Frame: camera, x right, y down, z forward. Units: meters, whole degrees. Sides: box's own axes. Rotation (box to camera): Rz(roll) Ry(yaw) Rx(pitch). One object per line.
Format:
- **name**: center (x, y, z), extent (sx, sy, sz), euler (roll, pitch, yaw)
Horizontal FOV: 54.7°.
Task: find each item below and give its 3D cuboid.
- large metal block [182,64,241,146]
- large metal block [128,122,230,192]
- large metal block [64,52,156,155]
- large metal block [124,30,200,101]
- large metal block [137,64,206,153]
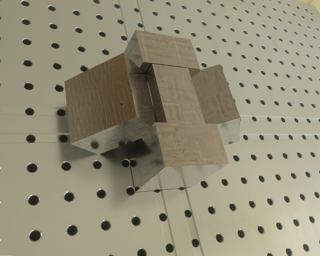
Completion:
- **large metal block**: center (0.070, -0.025, 0.416), extent (0.050, 0.080, 0.080), euler (-16, 64, 6)
- **large metal block**: center (0.018, 0.035, 0.361), extent (0.081, 0.080, 0.050), euler (1, 62, -28)
- **large metal block**: center (-0.056, -0.025, 0.351), extent (0.050, 0.080, 0.080), euler (37, 36, -59)
- **large metal block**: center (-0.006, -0.079, 0.418), extent (0.081, 0.080, 0.050), euler (1, 62, -28)
- **large metal block**: center (0.004, -0.021, 0.388), extent (0.050, 0.080, 0.080), euler (1, 61, -28)
